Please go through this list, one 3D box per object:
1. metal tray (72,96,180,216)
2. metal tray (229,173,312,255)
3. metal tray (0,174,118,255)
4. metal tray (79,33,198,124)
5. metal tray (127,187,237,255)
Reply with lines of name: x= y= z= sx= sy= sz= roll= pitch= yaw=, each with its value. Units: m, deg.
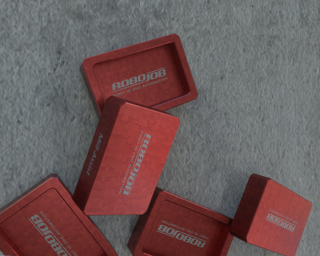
metal tray: x=-0.037 y=0.036 z=0.361 sx=0.091 sy=0.030 sz=0.129 roll=14 pitch=99 yaw=-42
metal tray: x=0.165 y=0.130 z=0.452 sx=0.131 sy=0.030 sz=0.090 roll=29 pitch=80 yaw=-34
metal tray: x=-0.122 y=0.131 z=0.361 sx=0.090 sy=0.030 sz=0.130 roll=-37 pitch=102 yaw=-17
metal tray: x=-0.024 y=-0.060 z=0.397 sx=0.131 sy=0.030 sz=0.090 roll=-22 pitch=98 yaw=-19
metal tray: x=0.033 y=0.145 z=0.419 sx=0.131 sy=0.030 sz=0.090 roll=26 pitch=81 yaw=-19
